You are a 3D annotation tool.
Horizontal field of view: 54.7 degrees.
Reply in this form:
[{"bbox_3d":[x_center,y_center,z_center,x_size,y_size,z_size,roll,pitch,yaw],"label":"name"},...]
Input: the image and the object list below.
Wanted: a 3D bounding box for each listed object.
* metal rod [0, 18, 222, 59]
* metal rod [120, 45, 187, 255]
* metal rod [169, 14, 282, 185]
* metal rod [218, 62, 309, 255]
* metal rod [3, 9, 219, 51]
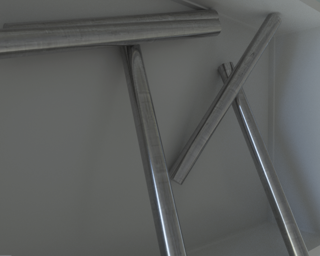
[{"bbox_3d":[-0.031,-0.107,0.352,0.302,0.025,0.025,-19,103,-40],"label":"metal rod"},{"bbox_3d":[-0.006,0.035,0.330,0.025,0.025,0.299,5,64,-40],"label":"metal rod"},{"bbox_3d":[0.100,-0.050,0.459,0.025,0.025,0.300,42,75,-33],"label":"metal rod"},{"bbox_3d":[0.148,0.037,0.460,0.025,0.025,0.299,-4,70,-40],"label":"metal rod"},{"bbox_3d":[-0.030,-0.127,0.382,0.302,0.025,0.025,-21,104,-38],"label":"metal rod"}]
